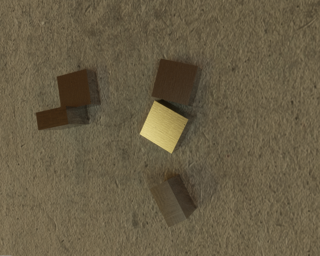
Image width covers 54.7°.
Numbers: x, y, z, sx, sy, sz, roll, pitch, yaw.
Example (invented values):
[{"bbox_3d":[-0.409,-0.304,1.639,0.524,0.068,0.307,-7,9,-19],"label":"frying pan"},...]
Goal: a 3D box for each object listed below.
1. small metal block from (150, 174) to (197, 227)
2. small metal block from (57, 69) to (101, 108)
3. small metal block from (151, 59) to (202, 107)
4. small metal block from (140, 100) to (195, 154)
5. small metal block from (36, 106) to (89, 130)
[{"bbox_3d":[0.018,0.089,0.389,0.025,0.050,0.050,-30,80,18],"label":"small metal block"},{"bbox_3d":[-0.118,-0.054,0.451,0.050,0.025,0.050,-10,87,19],"label":"small metal block"},{"bbox_3d":[0.022,-0.058,0.401,0.050,0.025,0.050,16,95,19],"label":"small metal block"},{"bbox_3d":[0.009,-0.003,0.401,0.050,0.025,0.050,31,110,17],"label":"small metal block"},{"bbox_3d":[-0.139,-0.013,0.445,0.050,0.050,0.025,-10,87,20],"label":"small metal block"}]
